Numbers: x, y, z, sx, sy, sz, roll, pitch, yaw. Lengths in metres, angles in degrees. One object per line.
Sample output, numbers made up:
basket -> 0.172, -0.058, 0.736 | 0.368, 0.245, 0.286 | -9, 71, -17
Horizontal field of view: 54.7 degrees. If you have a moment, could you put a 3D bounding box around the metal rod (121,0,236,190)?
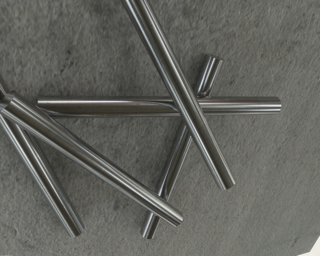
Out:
metal rod -> 0.019, -0.048, 0.341 | 0.025, 0.025, 0.299 | -33, 114, -7

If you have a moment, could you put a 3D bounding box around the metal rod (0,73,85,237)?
metal rod -> -0.145, 0.024, 0.342 | 0.025, 0.025, 0.298 | -24, 128, -14

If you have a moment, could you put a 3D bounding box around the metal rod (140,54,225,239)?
metal rod -> 0.025, 0.041, 0.447 | 0.025, 0.025, 0.298 | 5, 116, -31

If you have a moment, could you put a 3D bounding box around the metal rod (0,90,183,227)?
metal rod -> -0.058, 0.057, 0.378 | 0.025, 0.025, 0.300 | -44, 129, 2

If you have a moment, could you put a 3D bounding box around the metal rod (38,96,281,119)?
metal rod -> 0.015, -0.026, 0.375 | 0.303, 0.025, 0.025 | -2, 120, -19
